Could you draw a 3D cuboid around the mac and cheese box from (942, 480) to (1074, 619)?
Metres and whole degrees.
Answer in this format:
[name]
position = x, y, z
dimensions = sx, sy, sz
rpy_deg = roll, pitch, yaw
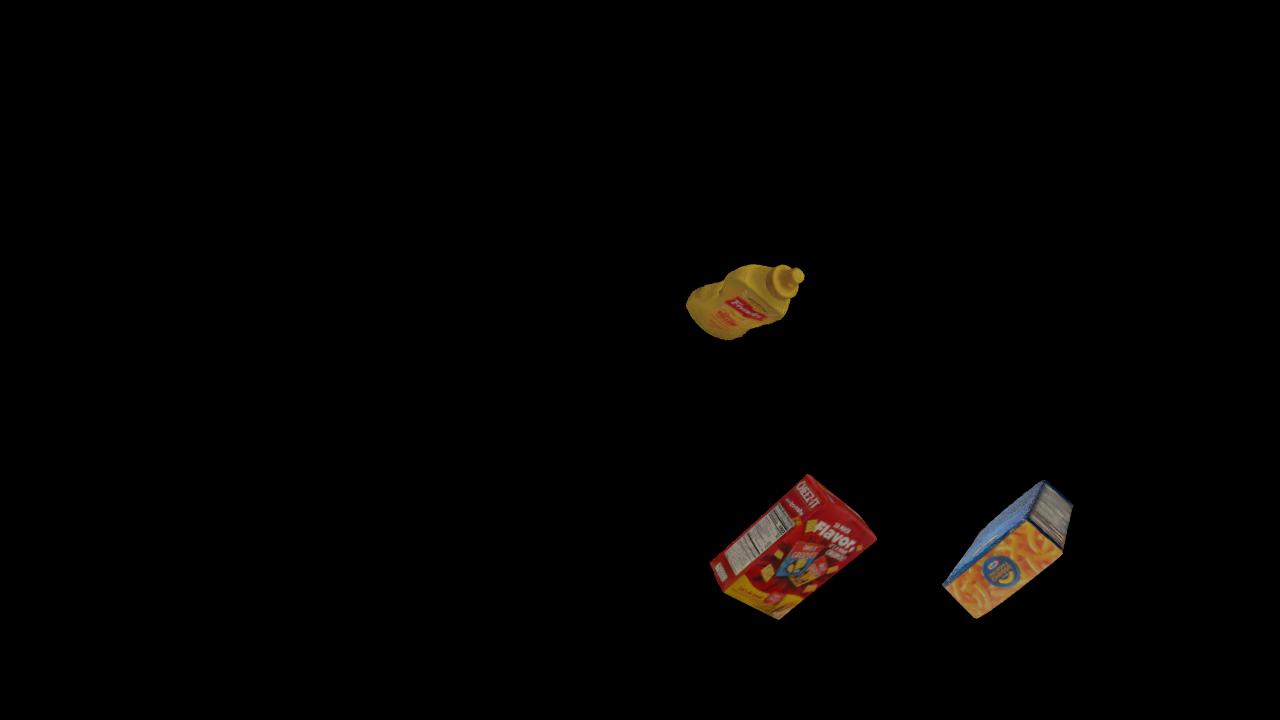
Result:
[mac and cheese box]
position = 0.343, 0.167, 0.565
dimensions = 0.184, 0.093, 0.041
rpy_deg = -2, 45, -53

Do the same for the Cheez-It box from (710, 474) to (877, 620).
[Cheez-It box]
position = 0.247, 0.308, 0.995
dimensions = 0.166, 0.223, 0.071
rpy_deg = 37, 14, -34

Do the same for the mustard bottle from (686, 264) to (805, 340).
[mustard bottle]
position = 0.144, -0.081, 0.799
dimensions = 0.092, 0.054, 0.184
rpy_deg = 42, -29, -15
